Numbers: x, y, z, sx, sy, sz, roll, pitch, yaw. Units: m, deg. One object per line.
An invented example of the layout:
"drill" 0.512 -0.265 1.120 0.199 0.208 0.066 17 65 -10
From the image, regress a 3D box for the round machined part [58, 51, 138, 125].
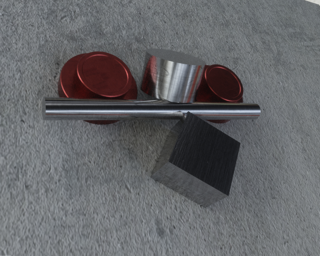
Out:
"round machined part" -0.074 -0.056 0.388 0.099 0.042 0.098 14 56 -21

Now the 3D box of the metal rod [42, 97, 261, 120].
"metal rod" 0.011 -0.023 0.398 0.303 0.025 0.025 -1 62 -29

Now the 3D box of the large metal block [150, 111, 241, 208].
"large metal block" 0.046 0.040 0.387 0.080 0.050 0.080 31 52 -9

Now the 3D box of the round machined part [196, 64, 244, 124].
"round machined part" 0.088 -0.059 0.478 0.099 0.042 0.098 14 56 -21

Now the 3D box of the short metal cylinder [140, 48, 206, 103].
"short metal cylinder" 0.016 -0.072 0.418 0.081 0.050 0.080 11 23 -4
